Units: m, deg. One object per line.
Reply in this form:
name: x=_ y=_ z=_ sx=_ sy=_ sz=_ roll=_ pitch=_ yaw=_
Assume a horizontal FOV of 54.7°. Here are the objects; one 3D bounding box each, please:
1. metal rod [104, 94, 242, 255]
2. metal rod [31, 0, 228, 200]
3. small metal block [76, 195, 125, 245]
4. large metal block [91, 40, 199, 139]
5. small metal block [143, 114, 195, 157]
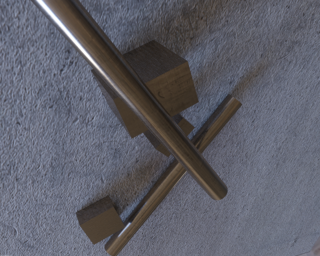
metal rod: x=0.016 y=0.075 z=0.463 sx=0.025 sy=0.025 sz=0.299 roll=32 pitch=100 yaw=-39
metal rod: x=-0.001 y=-0.006 z=0.299 sx=0.025 sy=0.025 sz=0.300 roll=-41 pitch=130 yaw=0
small metal block: x=-0.085 y=0.132 z=0.444 sx=0.050 sy=0.025 sz=0.050 roll=-27 pitch=128 yaw=-12
large metal block: x=-0.018 y=-0.046 z=0.335 sx=0.080 sy=0.080 sz=0.050 roll=-29 pitch=129 yaw=-10
small metal block: x=0.008 y=0.000 z=0.397 sx=0.050 sy=0.050 sz=0.025 roll=-49 pitch=129 yaw=6
